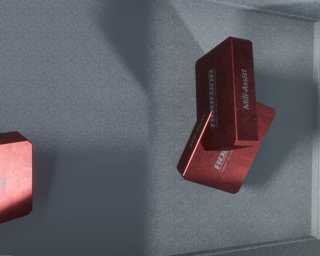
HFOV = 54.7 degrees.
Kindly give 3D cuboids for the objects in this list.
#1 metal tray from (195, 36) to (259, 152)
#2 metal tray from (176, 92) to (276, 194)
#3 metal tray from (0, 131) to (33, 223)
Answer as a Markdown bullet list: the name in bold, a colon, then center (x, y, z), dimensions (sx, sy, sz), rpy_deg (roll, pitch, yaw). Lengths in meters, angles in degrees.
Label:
- **metal tray**: center (0.081, -0.037, 0.395), dimensions (0.030, 0.090, 0.129), rpy_deg (4, 79, -22)
- **metal tray**: center (0.090, 0.018, 0.424), dimensions (0.091, 0.030, 0.129), rpy_deg (20, 99, -20)
- **metal tray**: center (-0.193, 0.057, 0.296), dimensions (0.131, 0.030, 0.089), rpy_deg (-10, 114, -43)
